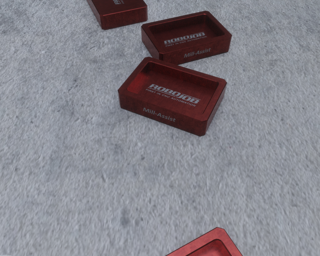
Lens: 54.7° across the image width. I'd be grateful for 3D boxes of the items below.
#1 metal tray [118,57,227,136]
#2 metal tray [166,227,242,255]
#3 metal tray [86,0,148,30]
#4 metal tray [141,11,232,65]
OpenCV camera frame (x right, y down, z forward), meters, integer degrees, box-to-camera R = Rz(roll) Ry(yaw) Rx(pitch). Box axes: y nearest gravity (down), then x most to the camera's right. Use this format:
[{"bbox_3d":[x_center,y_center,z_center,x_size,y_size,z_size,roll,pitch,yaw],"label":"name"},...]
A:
[{"bbox_3d":[0.018,-0.049,0.441,0.130,0.030,0.090,20,53,16],"label":"metal tray"},{"bbox_3d":[0.051,0.163,0.263,0.091,0.030,0.130,-22,54,-18],"label":"metal tray"},{"bbox_3d":[-0.088,-0.247,0.606,0.091,0.030,0.130,-18,52,-15],"label":"metal tray"},{"bbox_3d":[0.044,-0.154,0.529,0.131,0.030,0.090,-17,52,-15],"label":"metal tray"}]
